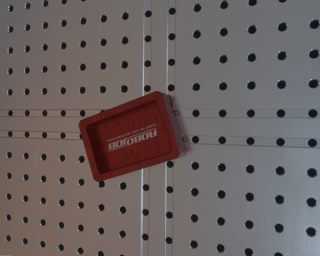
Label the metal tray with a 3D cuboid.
[{"bbox_3d":[-0.040,0.013,0.424,0.130,0.030,0.090,-19,84,19],"label":"metal tray"}]
